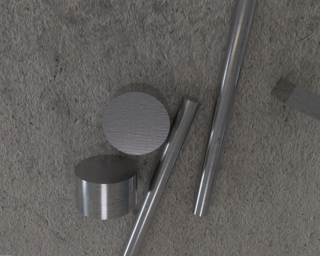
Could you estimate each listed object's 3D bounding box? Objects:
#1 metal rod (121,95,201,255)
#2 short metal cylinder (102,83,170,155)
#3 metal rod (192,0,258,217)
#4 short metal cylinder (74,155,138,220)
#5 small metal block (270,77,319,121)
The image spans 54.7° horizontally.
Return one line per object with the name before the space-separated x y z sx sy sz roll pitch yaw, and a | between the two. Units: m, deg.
metal rod | -0.009 0.095 0.444 0.025 0.025 0.298 18 109 -7
short metal cylinder | -0.028 -0.013 0.392 0.081 0.050 0.079 0 110 0
metal rod | 0.080 -0.016 0.404 0.025 0.025 0.298 8 110 -3
short metal cylinder | -0.070 0.075 0.407 0.081 0.080 0.050 3 110 -1
small metal block | 0.174 -0.037 0.385 0.050 0.050 0.025 24 108 -9
